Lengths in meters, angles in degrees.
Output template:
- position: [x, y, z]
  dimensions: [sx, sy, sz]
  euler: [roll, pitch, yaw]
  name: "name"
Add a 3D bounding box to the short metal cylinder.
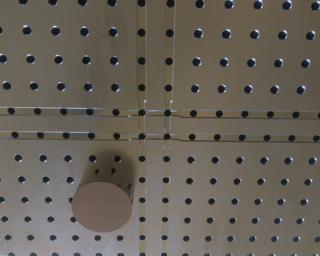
- position: [-0.078, 0.098, 0.435]
  dimensions: [0.081, 0.050, 0.079]
  euler: [0, 110, -1]
  name: "short metal cylinder"
